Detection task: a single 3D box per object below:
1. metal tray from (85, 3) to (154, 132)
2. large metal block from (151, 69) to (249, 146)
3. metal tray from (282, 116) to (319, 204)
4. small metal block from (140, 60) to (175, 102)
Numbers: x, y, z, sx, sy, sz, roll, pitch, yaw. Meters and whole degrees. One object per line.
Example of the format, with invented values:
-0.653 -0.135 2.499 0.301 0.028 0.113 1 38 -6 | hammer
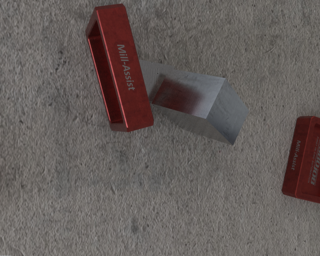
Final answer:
-0.049 -0.062 0.356 0.030 0.090 0.129 -16 96 -19 | metal tray
0.051 -0.026 0.383 0.080 0.080 0.050 37 76 -49 | large metal block
0.254 0.054 0.500 0.091 0.030 0.129 16 85 -20 | metal tray
-0.011 -0.058 0.405 0.050 0.025 0.050 6 88 -20 | small metal block
